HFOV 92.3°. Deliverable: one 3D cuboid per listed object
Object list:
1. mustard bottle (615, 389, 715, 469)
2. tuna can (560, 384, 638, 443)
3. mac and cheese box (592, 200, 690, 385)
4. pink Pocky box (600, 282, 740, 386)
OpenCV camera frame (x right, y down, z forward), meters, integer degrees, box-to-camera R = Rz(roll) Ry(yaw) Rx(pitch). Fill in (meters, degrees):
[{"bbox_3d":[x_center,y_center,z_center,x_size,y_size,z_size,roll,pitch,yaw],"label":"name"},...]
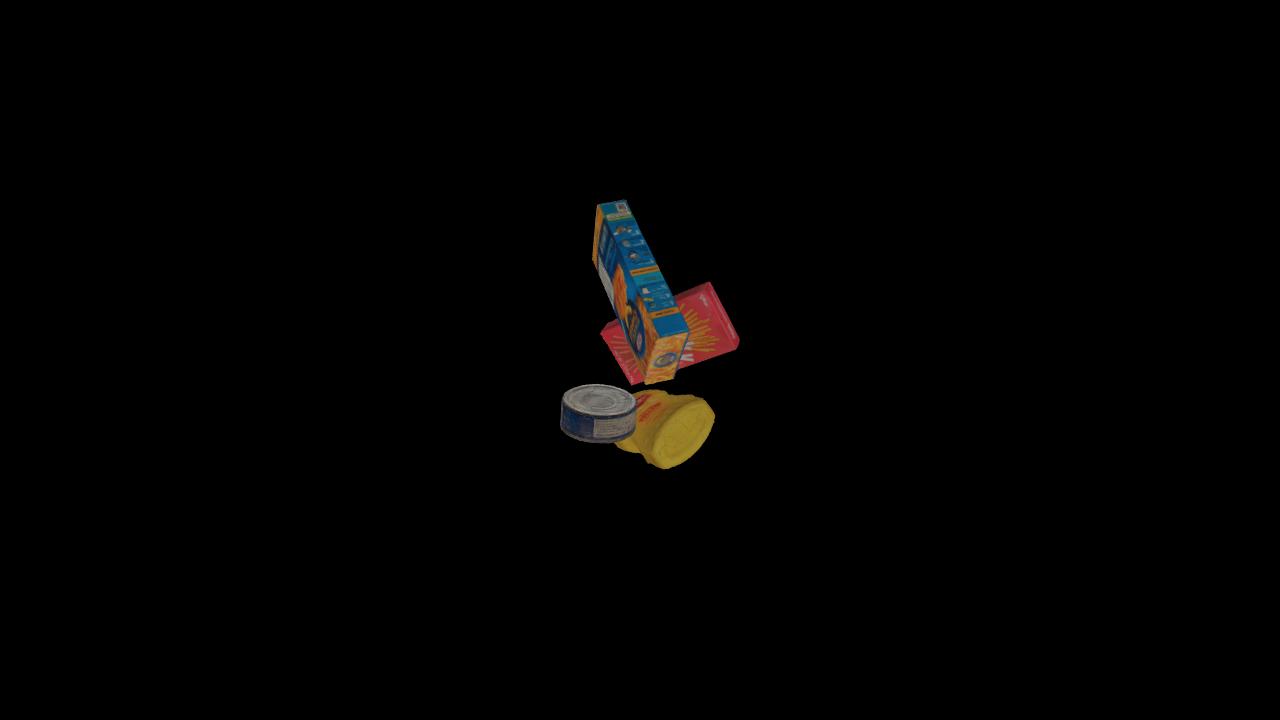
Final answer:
[{"bbox_3d":[0.008,0.075,0.745,0.054,0.092,0.184,47,-17,-22],"label":"mustard bottle"},{"bbox_3d":[-0.045,0.057,0.673,0.084,0.034,0.084,5,21,-2],"label":"tuna can"},{"bbox_3d":[-0.005,-0.075,0.667,0.041,0.184,0.093,-13,-30,-18],"label":"mac and cheese box"},{"bbox_3d":[0.035,-0.029,0.750,0.155,0.084,0.029,-20,20,29],"label":"pink Pocky box"}]
